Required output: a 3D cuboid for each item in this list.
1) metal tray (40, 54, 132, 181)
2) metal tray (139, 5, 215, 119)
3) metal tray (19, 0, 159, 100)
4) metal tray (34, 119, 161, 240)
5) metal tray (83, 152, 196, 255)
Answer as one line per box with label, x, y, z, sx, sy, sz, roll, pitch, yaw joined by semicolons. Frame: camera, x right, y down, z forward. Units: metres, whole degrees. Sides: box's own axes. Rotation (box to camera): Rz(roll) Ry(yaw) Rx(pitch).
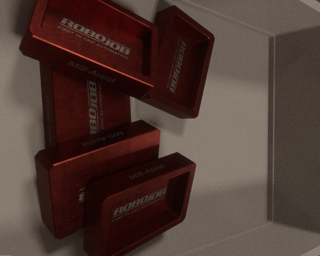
metal tray;-0.077;-0.012;0.340;0.091;0.030;0.129;-5;94;-40
metal tray;0.025;-0.087;0.425;0.091;0.030;0.129;22;76;-38
metal tray;-0.064;-0.093;0.318;0.131;0.030;0.090;19;56;-30
metal tray;-0.060;0.050;0.333;0.131;0.030;0.089;-19;126;-39
metal tray;-0.019;0.087;0.349;0.131;0.030;0.089;-15;123;-41
